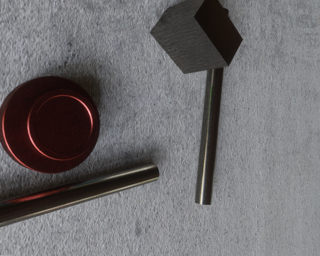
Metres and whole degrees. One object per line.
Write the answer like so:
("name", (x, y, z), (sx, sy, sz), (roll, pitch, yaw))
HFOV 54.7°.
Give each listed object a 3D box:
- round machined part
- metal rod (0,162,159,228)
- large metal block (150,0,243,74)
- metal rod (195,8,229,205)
("round machined part", (-0.103, -0.003, 0.309), (0.099, 0.042, 0.097), (0, 90, -40))
("metal rod", (-0.124, 0.074, 0.302), (0.302, 0.025, 0.025), (-9, 96, -40))
("large metal block", (0.048, -0.122, 0.411), (0.080, 0.080, 0.050), (45, 63, -31))
("metal rod", (0.080, -0.036, 0.474), (0.025, 0.025, 0.298), (10, 84, -40))
